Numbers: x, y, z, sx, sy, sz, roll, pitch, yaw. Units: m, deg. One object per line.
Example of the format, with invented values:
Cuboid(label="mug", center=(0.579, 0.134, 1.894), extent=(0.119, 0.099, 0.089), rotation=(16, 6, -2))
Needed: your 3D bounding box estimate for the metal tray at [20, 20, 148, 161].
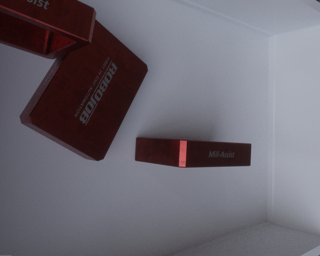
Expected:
Cuboid(label="metal tray", center=(-0.077, -0.040, 0.340), extent=(0.090, 0.030, 0.130), rotation=(38, 67, -34))

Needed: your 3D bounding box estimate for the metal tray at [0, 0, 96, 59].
Cuboid(label="metal tray", center=(-0.132, -0.098, 0.254), extent=(0.131, 0.090, 0.030), rotation=(13, 82, -40))

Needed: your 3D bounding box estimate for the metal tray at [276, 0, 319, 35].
Cuboid(label="metal tray", center=(0.298, -0.276, 0.659), extent=(0.090, 0.030, 0.130), rotation=(44, 63, -31))

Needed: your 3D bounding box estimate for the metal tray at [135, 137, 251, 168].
Cuboid(label="metal tray", center=(0.045, 0.031, 0.404), extent=(0.131, 0.090, 0.030), rotation=(5, 87, -40))
